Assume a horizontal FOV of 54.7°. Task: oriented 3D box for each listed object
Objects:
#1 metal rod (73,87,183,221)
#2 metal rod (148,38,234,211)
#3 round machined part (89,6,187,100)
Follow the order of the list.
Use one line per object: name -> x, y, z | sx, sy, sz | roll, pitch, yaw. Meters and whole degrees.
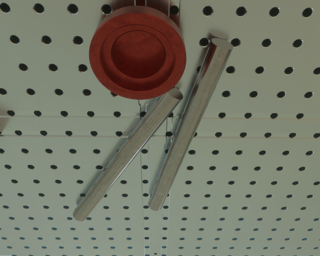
metal rod -> -0.061, 0.054, 0.456 | 0.025, 0.025, 0.298 | 25, 126, -20
metal rod -> 0.030, 0.019, 0.427 | 0.025, 0.025, 0.298 | 11, 129, -10
round machined part -> -0.022, -0.082, 0.331 | 0.099, 0.042, 0.097 | 0, 130, 0
